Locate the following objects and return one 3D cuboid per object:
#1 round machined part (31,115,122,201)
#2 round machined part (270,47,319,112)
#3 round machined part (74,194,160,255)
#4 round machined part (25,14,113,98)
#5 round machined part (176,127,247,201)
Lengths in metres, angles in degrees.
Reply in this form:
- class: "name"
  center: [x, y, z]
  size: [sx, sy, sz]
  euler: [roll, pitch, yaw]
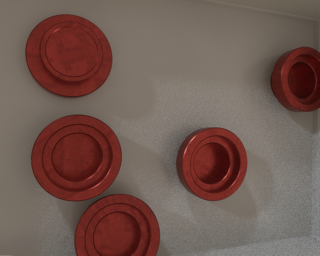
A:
- class: "round machined part"
  center: [-0.098, 0.033, 0.366]
  size: [0.099, 0.042, 0.097]
  euler: [0, 90, -21]
- class: "round machined part"
  center: [0.214, -0.073, 0.482]
  size: [0.099, 0.042, 0.097]
  euler: [0, 90, -21]
- class: "round machined part"
  center: [-0.053, 0.130, 0.375]
  size: [0.099, 0.042, 0.098]
  euler: [4, 75, -16]
- class: "round machined part"
  center: [-0.104, -0.085, 0.363]
  size: [0.099, 0.042, 0.097]
  euler: [0, 90, -21]
- class: "round machined part"
  center: [0.067, 0.048, 0.428]
  size: [0.099, 0.042, 0.097]
  euler: [0, 90, -21]
